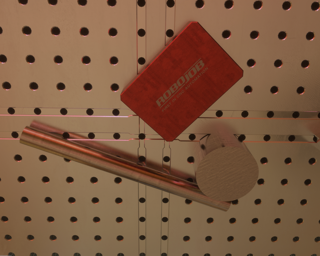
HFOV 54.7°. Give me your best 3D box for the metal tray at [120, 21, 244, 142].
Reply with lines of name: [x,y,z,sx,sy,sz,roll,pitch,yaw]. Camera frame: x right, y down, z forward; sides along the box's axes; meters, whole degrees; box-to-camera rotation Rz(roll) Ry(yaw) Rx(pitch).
metal tray: [0.026,-0.056,0.390,0.090,0.030,0.130,43,104,-15]

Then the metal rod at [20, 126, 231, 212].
metal rod: [-0.041,0.060,0.434,0.302,0.025,0.025,20,109,-8]

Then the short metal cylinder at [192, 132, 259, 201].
short metal cylinder: [0.086,0.052,0.420,0.081,0.050,0.079,0,110,-1]

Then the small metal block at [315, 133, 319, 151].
small metal block: [0.245,0.020,0.411,0.050,0.050,0.025,-21,109,7]
